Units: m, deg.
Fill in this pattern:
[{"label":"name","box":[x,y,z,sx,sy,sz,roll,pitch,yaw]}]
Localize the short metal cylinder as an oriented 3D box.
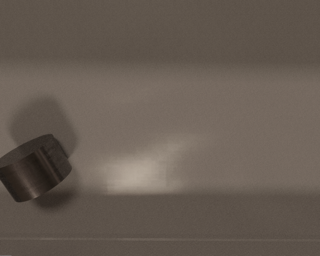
[{"label":"short metal cylinder","box":[-0.162,0.050,0.398,0.080,0.080,0.050,-22,109,7]}]
